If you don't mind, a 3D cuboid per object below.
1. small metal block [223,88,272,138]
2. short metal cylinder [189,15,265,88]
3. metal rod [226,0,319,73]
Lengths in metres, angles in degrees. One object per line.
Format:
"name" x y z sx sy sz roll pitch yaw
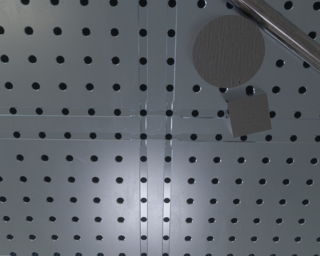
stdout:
"small metal block" 0.115 -0.020 0.407 0.050 0.025 0.050 -13 110 4
"short metal cylinder" 0.076 -0.092 0.367 0.081 0.050 0.079 0 110 0
"metal rod" 0.163 -0.108 0.375 0.301 0.025 0.025 32 107 -12
